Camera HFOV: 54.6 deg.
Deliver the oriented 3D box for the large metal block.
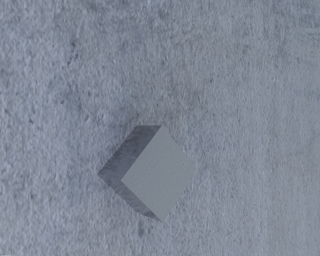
[{"bbox_3d":[-0.013,0.053,0.377,0.080,0.050,0.080,52,60,-28],"label":"large metal block"}]
